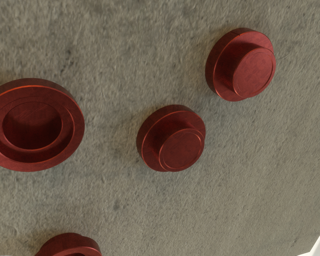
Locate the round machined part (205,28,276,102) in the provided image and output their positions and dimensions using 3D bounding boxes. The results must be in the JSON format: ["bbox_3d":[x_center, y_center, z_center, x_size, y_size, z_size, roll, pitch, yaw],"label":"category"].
[{"bbox_3d":[0.113,-0.079,0.411,0.099,0.042,0.097,-14,125,-21],"label":"round machined part"}]

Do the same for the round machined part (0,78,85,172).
[{"bbox_3d":[-0.132,-0.006,0.320,0.099,0.042,0.097,-14,125,-21],"label":"round machined part"}]

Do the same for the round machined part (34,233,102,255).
[{"bbox_3d":[-0.134,0.189,0.441,0.099,0.042,0.097,-14,125,-21],"label":"round machined part"}]

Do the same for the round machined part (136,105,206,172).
[{"bbox_3d":[0.021,0.021,0.422,0.099,0.042,0.097,-14,125,-21],"label":"round machined part"}]
